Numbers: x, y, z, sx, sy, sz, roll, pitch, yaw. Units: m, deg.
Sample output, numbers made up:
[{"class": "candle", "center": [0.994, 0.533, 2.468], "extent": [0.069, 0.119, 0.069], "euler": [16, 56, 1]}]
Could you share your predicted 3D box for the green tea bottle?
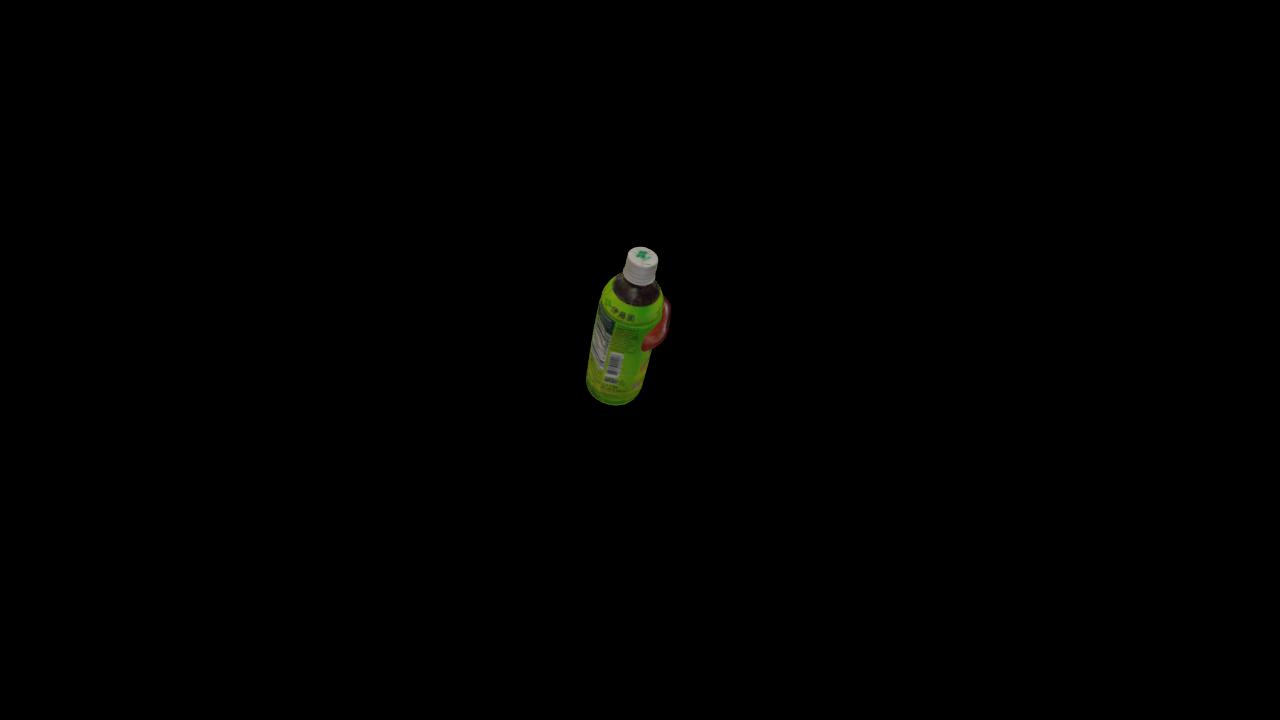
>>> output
[{"class": "green tea bottle", "center": [-0.015, -0.034, 0.673], "extent": [0.073, 0.073, 0.212], "euler": [0, -37, -13]}]

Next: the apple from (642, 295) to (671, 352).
[{"class": "apple", "center": [-0.007, -0.047, 0.677], "extent": [0.079, 0.079, 0.093], "euler": [0, 7, -17]}]
